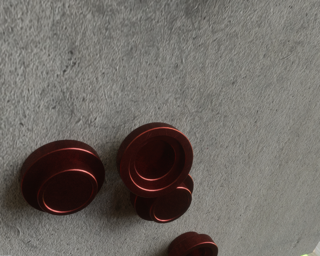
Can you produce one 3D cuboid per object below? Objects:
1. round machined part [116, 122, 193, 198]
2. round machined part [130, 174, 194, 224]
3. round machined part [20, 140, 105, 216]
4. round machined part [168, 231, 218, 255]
[{"bbox_3d":[-0.009,0.038,0.407,0.099,0.042,0.097,-8,112,-20],"label":"round machined part"},{"bbox_3d":[0.008,0.103,0.464,0.099,0.042,0.097,-14,124,-21],"label":"round machined part"},{"bbox_3d":[-0.114,0.066,0.374,0.099,0.042,0.097,-14,124,-21],"label":"round machined part"},{"bbox_3d":[0.054,0.230,0.567,0.099,0.042,0.097,-14,124,-21],"label":"round machined part"}]
